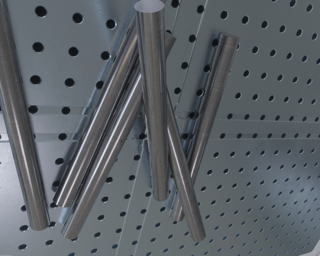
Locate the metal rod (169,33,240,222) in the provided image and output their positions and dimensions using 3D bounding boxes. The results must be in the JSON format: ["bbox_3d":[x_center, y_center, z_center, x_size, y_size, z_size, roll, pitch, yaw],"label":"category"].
[{"bbox_3d":[0.058,0.016,0.451,0.025,0.025,0.298,-2,119,-28],"label":"metal rod"}]

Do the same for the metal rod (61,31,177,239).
[{"bbox_3d":[-0.060,0.023,0.377,0.025,0.025,0.298,13,116,-34],"label":"metal rod"}]

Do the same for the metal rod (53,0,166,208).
[{"bbox_3d":[-0.060,-0.033,0.357,0.025,0.025,0.298,16,110,-35],"label":"metal rod"}]

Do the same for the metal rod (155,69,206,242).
[{"bbox_3d":[0.026,0.052,0.434,0.025,0.025,0.299,-24,121,-13],"label":"metal rod"}]

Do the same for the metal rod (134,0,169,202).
[{"bbox_3d":[-0.004,0.000,0.366,0.025,0.025,0.299,-21,140,-16],"label":"metal rod"}]

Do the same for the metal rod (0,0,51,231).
[{"bbox_3d":[-0.149,-0.004,0.326,0.025,0.025,0.298,-11,123,-22],"label":"metal rod"}]
